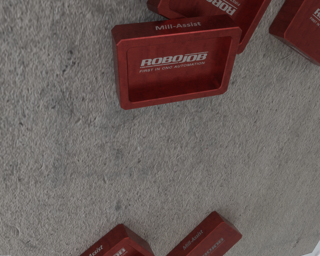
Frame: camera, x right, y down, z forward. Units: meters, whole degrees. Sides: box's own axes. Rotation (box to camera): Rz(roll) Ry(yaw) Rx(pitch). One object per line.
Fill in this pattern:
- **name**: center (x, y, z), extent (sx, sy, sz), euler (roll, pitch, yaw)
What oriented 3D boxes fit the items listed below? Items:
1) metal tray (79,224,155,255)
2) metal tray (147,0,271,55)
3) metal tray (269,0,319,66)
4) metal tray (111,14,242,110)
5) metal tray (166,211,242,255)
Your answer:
- **metal tray**: center (-0.084, 0.220, 0.493), extent (0.130, 0.030, 0.090), euler (-39, 129, -2)
- **metal tray**: center (0.061, -0.147, 0.345), extent (0.131, 0.030, 0.089), euler (14, 111, -34)
- **metal tray**: center (0.223, -0.147, 0.434), extent (0.131, 0.030, 0.089), euler (17, 110, -35)
- **metal tray**: center (0.016, -0.071, 0.342), extent (0.131, 0.030, 0.089), euler (-10, 138, -13)
- **metal tray**: center (0.085, 0.226, 0.590), extent (0.130, 0.030, 0.090), euler (-45, 129, 3)
